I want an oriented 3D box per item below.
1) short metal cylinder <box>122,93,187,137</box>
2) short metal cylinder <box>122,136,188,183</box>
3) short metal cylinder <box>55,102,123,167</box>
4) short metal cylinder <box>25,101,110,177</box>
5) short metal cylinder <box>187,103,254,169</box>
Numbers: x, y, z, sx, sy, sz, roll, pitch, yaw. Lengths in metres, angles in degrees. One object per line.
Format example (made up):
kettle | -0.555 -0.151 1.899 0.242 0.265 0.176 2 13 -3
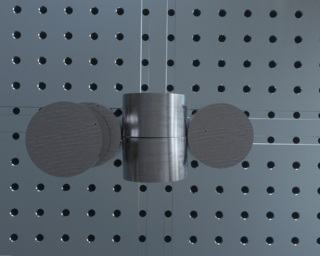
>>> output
short metal cylinder | -0.007 -0.015 0.386 0.081 0.080 0.050 1 91 0
short metal cylinder | -0.006 0.036 0.385 0.081 0.080 0.050 -1 90 0
short metal cylinder | -0.088 0.008 0.400 0.081 0.050 0.079 0 90 -1
short metal cylinder | -0.100 0.012 0.348 0.081 0.050 0.079 0 90 0
short metal cylinder | 0.074 0.009 0.401 0.081 0.050 0.079 0 90 -1
